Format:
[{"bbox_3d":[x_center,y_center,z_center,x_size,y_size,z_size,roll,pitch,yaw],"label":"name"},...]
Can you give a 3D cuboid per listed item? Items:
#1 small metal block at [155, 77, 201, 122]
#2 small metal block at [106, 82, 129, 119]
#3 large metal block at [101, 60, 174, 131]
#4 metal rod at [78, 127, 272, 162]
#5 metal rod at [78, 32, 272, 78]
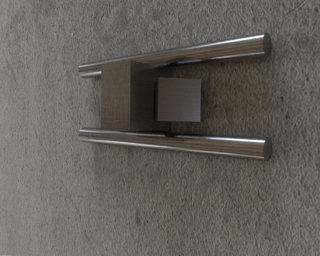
[{"bbox_3d":[0.021,-0.033,0.370,0.025,0.050,0.050,-178,89,-81],"label":"small metal block"},{"bbox_3d":[-0.059,-0.037,0.435,0.025,0.050,0.050,1,91,0],"label":"small metal block"},{"bbox_3d":[-0.027,-0.037,0.394,0.050,0.081,0.079,1,91,40],"label":"large metal block"},{"bbox_3d":[-0.006,0.016,0.410,0.300,0.025,0.025,3,92,39],"label":"metal rod"},{"bbox_3d":[-0.007,-0.089,0.410,0.300,0.025,0.025,2,91,39],"label":"metal rod"}]
